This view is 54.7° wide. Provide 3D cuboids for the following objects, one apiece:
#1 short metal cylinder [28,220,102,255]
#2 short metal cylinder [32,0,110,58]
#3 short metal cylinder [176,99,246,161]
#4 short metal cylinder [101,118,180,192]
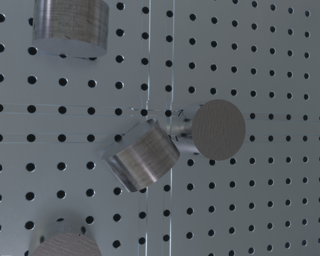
[{"bbox_3d":[-0.111,0.153,0.359,0.081,0.050,0.079,0,90,-20],"label":"short metal cylinder"},{"bbox_3d":[-0.099,-0.113,0.347,0.081,0.080,0.050,3,89,-20],"label":"short metal cylinder"},{"bbox_3d":[0.069,0.002,0.425,0.081,0.050,0.079,0,90,-20],"label":"short metal cylinder"},{"bbox_3d":[-0.023,0.032,0.375,0.080,0.080,0.050,-39,103,-16],"label":"short metal cylinder"}]
